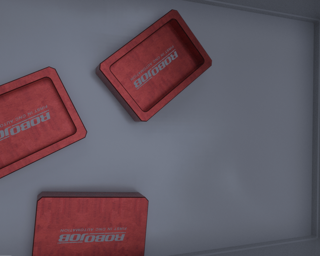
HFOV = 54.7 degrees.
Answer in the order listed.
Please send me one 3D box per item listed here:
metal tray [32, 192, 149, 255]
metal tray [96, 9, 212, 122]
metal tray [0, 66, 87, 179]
[{"bbox_3d":[-0.083,0.126,0.378,0.131,0.030,0.089,5,88,-20],"label":"metal tray"},{"bbox_3d":[-0.005,-0.081,0.406,0.130,0.030,0.090,-42,104,-16],"label":"metal tray"},{"bbox_3d":[-0.161,-0.003,0.348,0.131,0.030,0.090,-28,99,-18],"label":"metal tray"}]
